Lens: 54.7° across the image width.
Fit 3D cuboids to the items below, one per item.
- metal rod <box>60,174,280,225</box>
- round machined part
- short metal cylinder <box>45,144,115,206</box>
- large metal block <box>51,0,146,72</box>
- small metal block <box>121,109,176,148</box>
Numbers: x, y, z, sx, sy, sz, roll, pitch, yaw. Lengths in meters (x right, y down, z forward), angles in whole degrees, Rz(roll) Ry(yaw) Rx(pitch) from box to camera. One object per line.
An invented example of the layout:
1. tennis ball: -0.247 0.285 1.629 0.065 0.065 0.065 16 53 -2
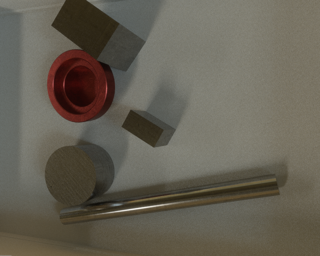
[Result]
1. metal rod: -0.001 0.098 0.410 0.301 0.025 0.025 -13 86 19
2. round machined part: -0.105 -0.058 0.433 0.098 0.042 0.097 3 98 23
3. short metal cylinder: -0.112 0.063 0.435 0.080 0.050 0.079 0 90 19
4. large metal block: -0.077 -0.124 0.407 0.080 0.080 0.050 38 102 15
5. small metal block: -0.013 0.000 0.401 0.050 0.050 0.025 32 100 17
